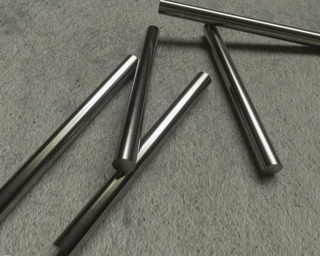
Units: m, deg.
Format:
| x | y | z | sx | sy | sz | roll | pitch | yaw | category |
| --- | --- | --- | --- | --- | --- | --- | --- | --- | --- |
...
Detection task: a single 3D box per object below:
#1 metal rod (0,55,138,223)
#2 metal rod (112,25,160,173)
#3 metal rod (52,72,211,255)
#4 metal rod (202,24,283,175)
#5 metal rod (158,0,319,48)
| x | y | z | sx | sy | sz | roll | pitch | yaw | category |
| --- | --- | --- | --- | --- | --- | --- | --- | --- | --- |
| -0.112 | -0.004 | 0.405 | 0.025 | 0.025 | 0.301 | 22 | 53 | 17 | metal rod |
| -0.026 | -0.064 | 0.439 | 0.025 | 0.025 | 0.300 | 4 | 45 | 3 | metal rod |
| -0.015 | 0.023 | 0.383 | 0.025 | 0.025 | 0.301 | 26 | 55 | 20 | metal rod |
| 0.110 | -0.065 | 0.457 | 0.025 | 0.025 | 0.300 | -6 | 50 | -5 | metal rod |
| 0.147 | -0.176 | 0.527 | 0.302 | 0.025 | 0.025 | 12 | 51 | 0 | metal rod |
